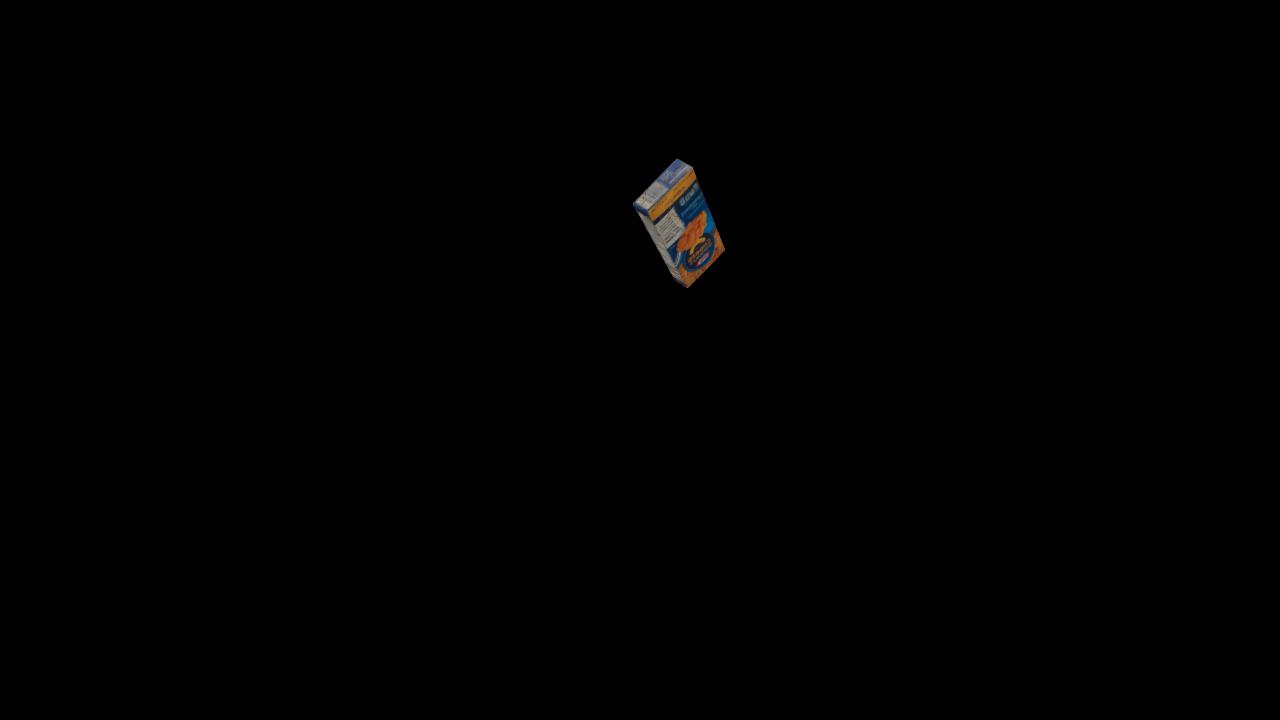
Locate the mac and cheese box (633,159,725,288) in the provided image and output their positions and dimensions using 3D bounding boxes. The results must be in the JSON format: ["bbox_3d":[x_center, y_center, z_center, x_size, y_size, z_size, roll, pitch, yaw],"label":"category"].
[{"bbox_3d":[0.063,-0.195,0.909,0.041,0.093,0.184,38,-8,35],"label":"mac and cheese box"}]
